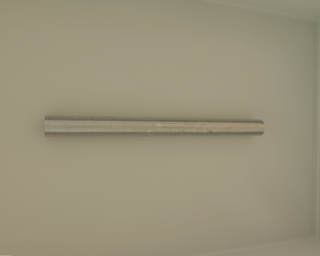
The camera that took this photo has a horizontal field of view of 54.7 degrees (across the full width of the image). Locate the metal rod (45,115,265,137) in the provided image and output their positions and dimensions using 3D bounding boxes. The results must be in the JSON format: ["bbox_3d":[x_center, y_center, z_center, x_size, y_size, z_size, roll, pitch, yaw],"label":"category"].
[{"bbox_3d":[0.008,-0.001,0.412,0.303,0.025,0.025,0,90,-21],"label":"metal rod"}]
